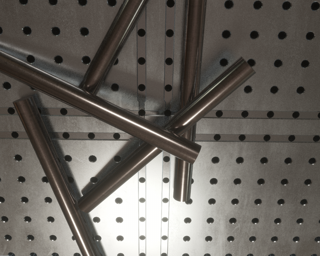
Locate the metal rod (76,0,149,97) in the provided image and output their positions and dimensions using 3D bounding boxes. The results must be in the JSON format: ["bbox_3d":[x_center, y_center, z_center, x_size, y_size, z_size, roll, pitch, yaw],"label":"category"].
[{"bbox_3d":[-0.025,-0.151,0.357,0.025,0.025,0.298,30,107,-11],"label":"metal rod"}]

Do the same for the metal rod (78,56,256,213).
[{"bbox_3d":[-0.005,0.021,0.401,0.025,0.025,0.299,43,112,-15],"label":"metal rod"}]

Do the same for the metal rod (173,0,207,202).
[{"bbox_3d":[0.037,-0.039,0.399,0.025,0.025,0.298,2,110,-1],"label":"metal rod"}]

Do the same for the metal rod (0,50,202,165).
[{"bbox_3d":[-0.092,-0.033,0.371,0.301,0.025,0.025,26,108,2],"label":"metal rod"}]

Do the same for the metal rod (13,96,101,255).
[{"bbox_3d":[-0.137,0.098,0.447,0.025,0.025,0.298,-15,110,5],"label":"metal rod"}]
